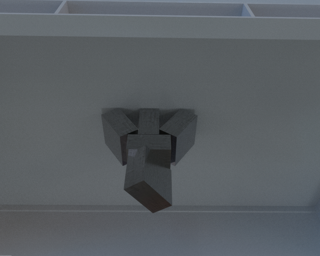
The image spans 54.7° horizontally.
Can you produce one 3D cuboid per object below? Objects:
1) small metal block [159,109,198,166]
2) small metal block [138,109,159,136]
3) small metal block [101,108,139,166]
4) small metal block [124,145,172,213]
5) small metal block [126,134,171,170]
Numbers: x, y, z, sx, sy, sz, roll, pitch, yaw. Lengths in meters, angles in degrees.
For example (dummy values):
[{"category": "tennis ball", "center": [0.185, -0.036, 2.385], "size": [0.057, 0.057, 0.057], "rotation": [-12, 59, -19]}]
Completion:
[{"category": "small metal block", "center": [0.023, 0.012, 0.398], "size": [0.025, 0.050, 0.050], "rotation": [24, 135, 25]}, {"category": "small metal block", "center": [-0.014, 0.010, 0.398], "size": [0.025, 0.050, 0.050], "rotation": [1, 130, -1]}, {"category": "small metal block", "center": [-0.050, 0.011, 0.395], "size": [0.025, 0.050, 0.050], "rotation": [-23, 136, -25]}, {"category": "small metal block", "center": [-0.012, 0.056, 0.338], "size": [0.025, 0.050, 0.050], "rotation": [-28, 125, 22]}, {"category": "small metal block", "center": [-0.013, 0.035, 0.369], "size": [0.050, 0.025, 0.050], "rotation": [0, 130, -1]}]
